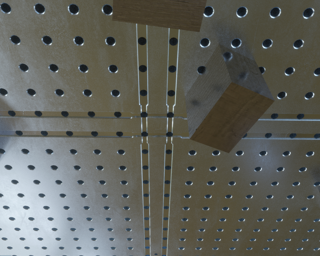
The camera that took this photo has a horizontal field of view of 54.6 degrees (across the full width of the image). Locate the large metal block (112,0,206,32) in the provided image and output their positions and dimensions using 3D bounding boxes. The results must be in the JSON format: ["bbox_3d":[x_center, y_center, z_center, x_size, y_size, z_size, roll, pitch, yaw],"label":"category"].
[{"bbox_3d":[0.002,-0.139,0.277,0.080,0.050,0.079,6,130,-5],"label":"large metal block"}]

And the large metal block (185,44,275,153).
[{"bbox_3d":[0.072,-0.033,0.348,0.050,0.080,0.080,20,127,-16],"label":"large metal block"}]
